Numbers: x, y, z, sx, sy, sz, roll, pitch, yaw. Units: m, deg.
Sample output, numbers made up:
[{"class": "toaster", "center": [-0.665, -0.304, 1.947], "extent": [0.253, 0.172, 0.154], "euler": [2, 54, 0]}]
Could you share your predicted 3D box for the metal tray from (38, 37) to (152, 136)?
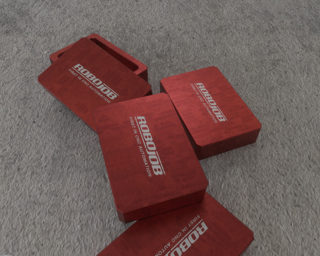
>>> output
[{"class": "metal tray", "center": [-0.086, -0.054, 0.415], "extent": [0.130, 0.030, 0.090], "euler": [38, 76, 17]}]

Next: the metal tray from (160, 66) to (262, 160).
[{"class": "metal tray", "center": [0.064, -0.026, 0.422], "extent": [0.091, 0.030, 0.130], "euler": [-16, 52, -13]}]

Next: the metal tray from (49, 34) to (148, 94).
[{"class": "metal tray", "center": [-0.093, -0.090, 0.474], "extent": [0.130, 0.030, 0.091], "euler": [37, 59, 27]}]

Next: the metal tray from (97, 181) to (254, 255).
[{"class": "metal tray", "center": [0.015, 0.121, 0.298], "extent": [0.131, 0.030, 0.090], "euler": [-36, 59, -26]}]

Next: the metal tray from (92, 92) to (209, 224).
[{"class": "metal tray", "center": [-0.015, 0.025, 0.333], "extent": [0.091, 0.030, 0.130], "euler": [-14, 55, -12]}]
